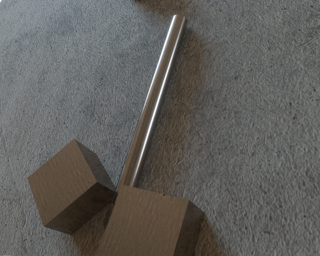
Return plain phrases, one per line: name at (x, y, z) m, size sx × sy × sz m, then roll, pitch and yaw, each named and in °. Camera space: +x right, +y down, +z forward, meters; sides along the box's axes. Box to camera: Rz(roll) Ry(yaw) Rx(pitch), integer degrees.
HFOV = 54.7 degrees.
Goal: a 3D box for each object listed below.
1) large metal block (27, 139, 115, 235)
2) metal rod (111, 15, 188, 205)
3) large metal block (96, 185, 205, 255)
large metal block at (-0.112, 0.075, 0.399) m, size 0.080 × 0.050 × 0.080 m, roll -40°, pitch 51°, yaw 0°
metal rod at (-0.007, -0.039, 0.429) m, size 0.025 × 0.025 × 0.300 m, roll 3°, pitch 63°, yaw 29°
large metal block at (-0.008, 0.112, 0.322) m, size 0.080 × 0.050 × 0.080 m, roll 6°, pitch 65°, yaw 30°
